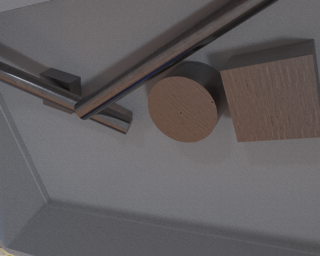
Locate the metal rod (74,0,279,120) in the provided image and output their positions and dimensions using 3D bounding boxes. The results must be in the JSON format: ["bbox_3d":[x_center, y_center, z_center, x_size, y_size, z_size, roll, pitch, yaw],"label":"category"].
[{"bbox_3d":[0.018,-0.082,0.322,0.300,0.025,0.025,-27,104,29],"label":"metal rod"}]

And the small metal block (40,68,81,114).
[{"bbox_3d":[-0.143,-0.054,0.448,0.050,0.025,0.050,19,126,16],"label":"small metal block"}]

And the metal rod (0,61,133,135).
[{"bbox_3d":[-0.180,-0.061,0.418,0.301,0.025,0.025,23,128,1],"label":"metal rod"}]

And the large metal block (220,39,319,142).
[{"bbox_3d":[0.114,-0.035,0.310,0.080,0.050,0.080,-6,116,30],"label":"large metal block"}]

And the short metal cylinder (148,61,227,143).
[{"bbox_3d":[0.033,-0.030,0.355,0.080,0.050,0.079,13,124,20],"label":"short metal cylinder"}]
